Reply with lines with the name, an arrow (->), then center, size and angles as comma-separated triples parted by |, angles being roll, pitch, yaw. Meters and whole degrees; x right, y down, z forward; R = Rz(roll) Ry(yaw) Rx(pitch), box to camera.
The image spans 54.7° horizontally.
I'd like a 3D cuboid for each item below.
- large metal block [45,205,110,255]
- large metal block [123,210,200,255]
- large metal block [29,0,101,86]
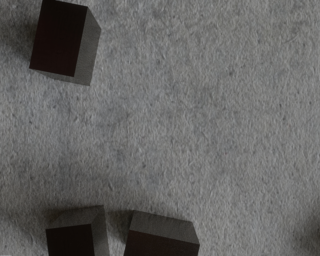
large metal block -> -0.097, 0.148, 0.381 | 0.050, 0.080, 0.079 | -7, 90, 0
large metal block -> 0.000, 0.145, 0.383 | 0.080, 0.080, 0.050 | 12, 90, -1
large metal block -> -0.112, -0.100, 0.381 | 0.050, 0.080, 0.080 | 11, 90, 0
